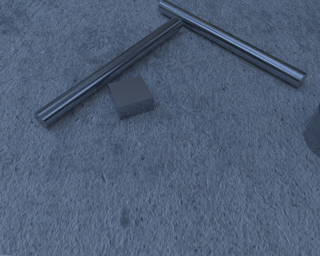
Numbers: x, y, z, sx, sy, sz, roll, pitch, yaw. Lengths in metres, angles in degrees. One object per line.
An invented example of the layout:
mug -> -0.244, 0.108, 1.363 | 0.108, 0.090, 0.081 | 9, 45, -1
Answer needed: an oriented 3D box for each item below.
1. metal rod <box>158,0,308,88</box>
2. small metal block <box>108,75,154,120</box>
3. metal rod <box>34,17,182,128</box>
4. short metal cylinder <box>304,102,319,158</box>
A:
metal rod -> 0.110, -0.154, 0.533 | 0.025, 0.025, 0.300 | -37, 59, -27
small metal block -> -0.041, -0.044, 0.440 | 0.050, 0.025, 0.050 | -18, 52, -15
metal rod -> -0.064, -0.099, 0.485 | 0.025, 0.025, 0.301 | 32, 56, 23
short metal cylinder -> 0.232, 0.001, 0.389 | 0.081, 0.050, 0.080 | 0, 50, 0
